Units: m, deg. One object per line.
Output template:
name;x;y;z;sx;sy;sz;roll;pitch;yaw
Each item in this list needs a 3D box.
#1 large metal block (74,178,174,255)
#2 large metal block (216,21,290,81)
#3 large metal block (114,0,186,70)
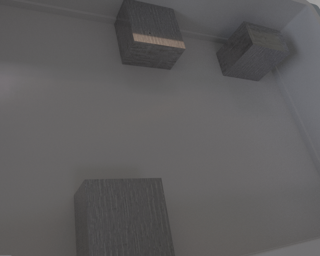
large metal block;-0.038;0.097;0.310;0.081;0.050;0.080;4;60;-27
large metal block;0.158;-0.129;0.533;0.081;0.080;0.050;4;60;-26
large metal block;-0.017;-0.138;0.465;0.081;0.050;0.080;1;62;-28
